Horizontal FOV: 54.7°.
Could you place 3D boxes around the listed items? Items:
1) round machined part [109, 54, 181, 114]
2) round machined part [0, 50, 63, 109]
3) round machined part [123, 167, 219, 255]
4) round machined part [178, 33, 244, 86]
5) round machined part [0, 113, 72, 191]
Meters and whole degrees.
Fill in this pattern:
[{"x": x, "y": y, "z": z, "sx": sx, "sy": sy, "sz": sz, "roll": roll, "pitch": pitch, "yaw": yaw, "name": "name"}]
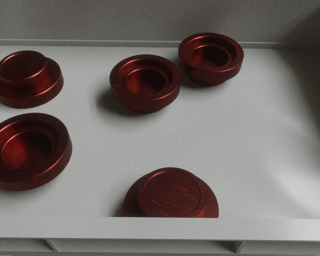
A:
[{"x": -0.020, "y": -0.059, "z": 0.443, "sx": 0.099, "sy": 0.042, "sz": 0.098, "roll": 0, "pitch": 50, "yaw": 0, "name": "round machined part"}, {"x": -0.197, "y": -0.078, "z": 0.457, "sx": 0.099, "sy": 0.042, "sz": 0.098, "roll": 0, "pitch": 50, "yaw": 0, "name": "round machined part"}, {"x": 0.011, "y": 0.079, "z": 0.319, "sx": 0.099, "sy": 0.042, "sz": 0.098, "roll": 1, "pitch": 42, "yaw": -1, "name": "round machined part"}, {"x": 0.077, "y": -0.103, "z": 0.481, "sx": 0.099, "sy": 0.042, "sz": 0.098, "roll": 0, "pitch": 50, "yaw": 0, "name": "round machined part"}, {"x": -0.153, "y": 0.031, "z": 0.366, "sx": 0.099, "sy": 0.042, "sz": 0.098, "roll": 0, "pitch": 50, "yaw": 0, "name": "round machined part"}]
